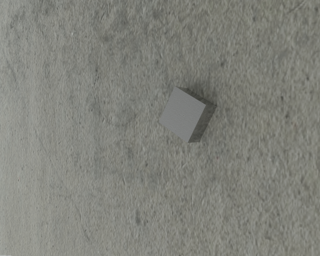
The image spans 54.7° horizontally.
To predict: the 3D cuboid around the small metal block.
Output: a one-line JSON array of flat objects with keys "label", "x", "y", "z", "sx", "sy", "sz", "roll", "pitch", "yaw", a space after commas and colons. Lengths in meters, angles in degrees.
[{"label": "small metal block", "x": 0.033, "y": -0.017, "z": 0.376, "sx": 0.050, "sy": 0.025, "sz": 0.050, "roll": 36, "pitch": 112, "yaw": 33}]
